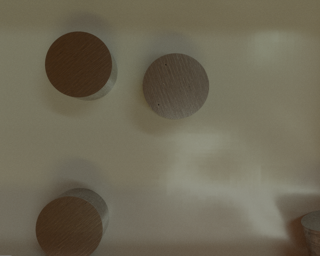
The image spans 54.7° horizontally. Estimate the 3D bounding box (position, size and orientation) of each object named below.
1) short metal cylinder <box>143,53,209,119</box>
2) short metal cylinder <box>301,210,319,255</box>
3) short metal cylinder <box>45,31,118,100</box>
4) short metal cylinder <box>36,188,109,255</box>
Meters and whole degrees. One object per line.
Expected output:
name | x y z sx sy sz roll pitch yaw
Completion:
short metal cylinder | 0.019 -0.051 0.399 0.081 0.050 0.079 0 90 -1
short metal cylinder | 0.225 0.138 0.387 0.080 0.080 0.050 -13 90 0
short metal cylinder | -0.098 -0.077 0.398 0.081 0.050 0.079 0 90 -1
short metal cylinder | -0.109 0.122 0.398 0.081 0.050 0.079 0 90 -1
